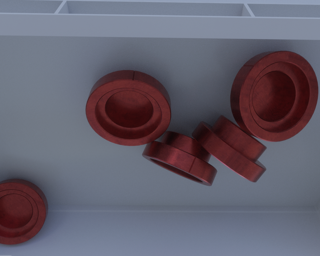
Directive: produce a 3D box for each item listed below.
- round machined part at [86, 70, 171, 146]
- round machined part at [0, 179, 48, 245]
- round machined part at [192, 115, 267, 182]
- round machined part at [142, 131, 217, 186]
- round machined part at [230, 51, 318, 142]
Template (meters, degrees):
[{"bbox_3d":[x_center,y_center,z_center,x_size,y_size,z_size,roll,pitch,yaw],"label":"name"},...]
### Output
[{"bbox_3d":[-0.036,-0.028,0.373,0.099,0.042,0.097,0,130,0],"label":"round machined part"},{"bbox_3d":[-0.226,0.126,0.483,0.099,0.042,0.097,-1,97,-10],"label":"round machined part"},{"bbox_3d":[0.091,0.020,0.384,0.098,0.098,0.042,32,100,-24],"label":"round machined part"},{"bbox_3d":[0.030,0.037,0.407,0.098,0.042,0.098,24,169,5],"label":"round machined part"},{"bbox_3d":[0.123,-0.037,0.349,0.099,0.042,0.097,-4,102,-16],"label":"round machined part"}]
